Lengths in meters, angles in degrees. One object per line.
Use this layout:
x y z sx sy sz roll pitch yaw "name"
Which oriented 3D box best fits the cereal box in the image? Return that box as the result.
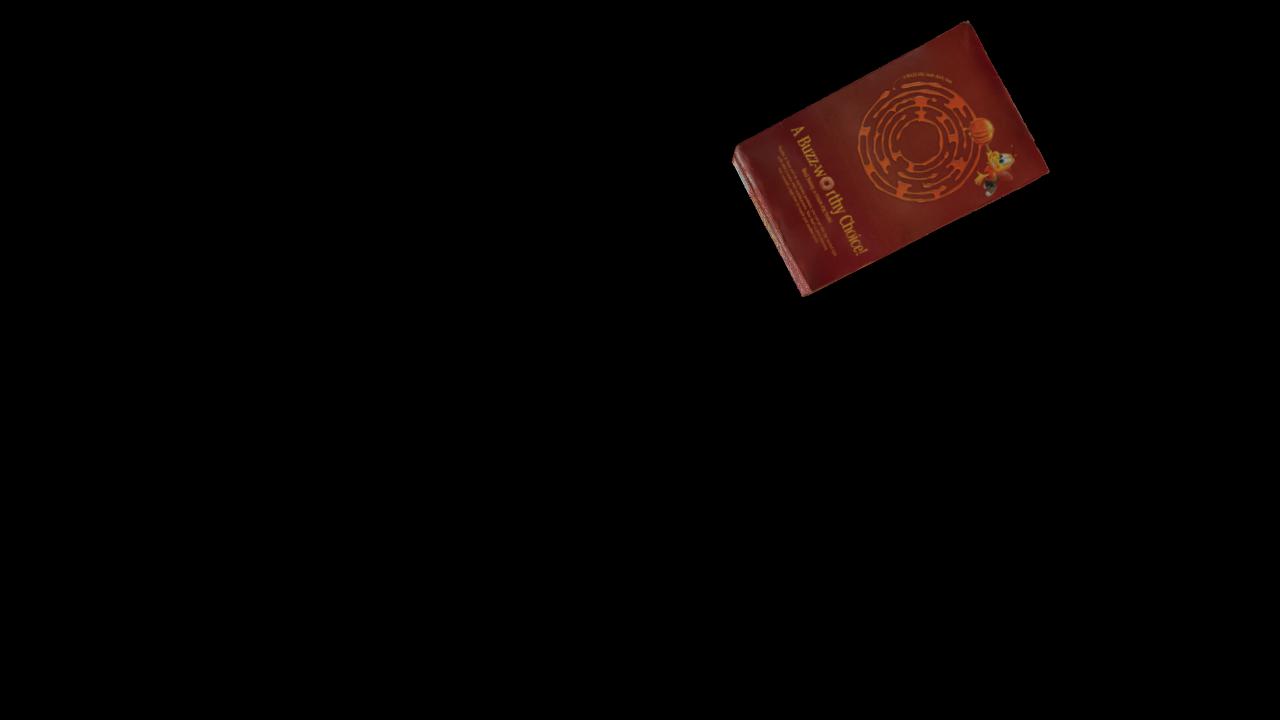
0.294 -0.235 0.748 0.306 0.203 0.081 -28 -2 5 "cereal box"
